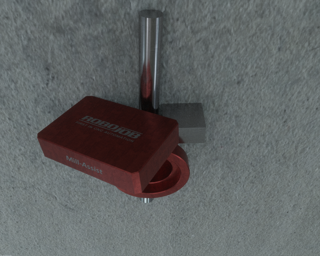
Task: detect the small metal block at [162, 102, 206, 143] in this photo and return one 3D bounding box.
[{"bbox_3d":[0.029,-0.007,0.387,0.050,0.050,0.025,-1,130,0],"label":"small metal block"}]

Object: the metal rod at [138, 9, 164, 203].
[{"bbox_3d":[-0.015,-0.002,0.407,0.025,0.025,0.298,2,130,-2],"label":"metal rod"}]

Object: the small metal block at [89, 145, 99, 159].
[{"bbox_3d":[-0.073,0.016,0.405,0.050,0.050,0.025,-15,129,12],"label":"small metal block"}]

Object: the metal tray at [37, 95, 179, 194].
[{"bbox_3d":[-0.056,0.012,0.345,0.130,0.090,0.030,17,133,24],"label":"metal tray"}]

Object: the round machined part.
[{"bbox_3d":[-0.013,0.046,0.400,0.099,0.042,0.097,-2,134,-2],"label":"round machined part"}]
